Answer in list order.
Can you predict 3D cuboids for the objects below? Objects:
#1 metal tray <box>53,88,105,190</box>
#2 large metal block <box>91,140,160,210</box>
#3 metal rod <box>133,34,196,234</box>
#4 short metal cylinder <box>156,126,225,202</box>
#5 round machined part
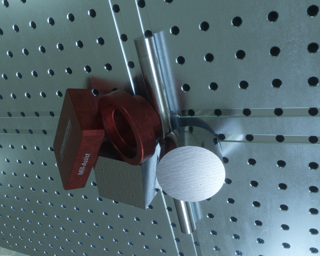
[{"bbox_3d":[-0.123,0.018,0.452,0.090,0.030,0.129,61,139,35],"label":"metal tray"},{"bbox_3d":[-0.049,0.065,0.461,0.080,0.050,0.079,10,123,23],"label":"large metal block"},{"bbox_3d":[0.013,0.026,0.421,0.025,0.025,0.298,1,119,28],"label":"metal rod"},{"bbox_3d":[0.038,0.044,0.385,0.080,0.050,0.079,2,117,4],"label":"short metal cylinder"},{"bbox_3d":[-0.036,-0.004,0.400,0.098,0.042,0.097,36,142,36],"label":"round machined part"}]
